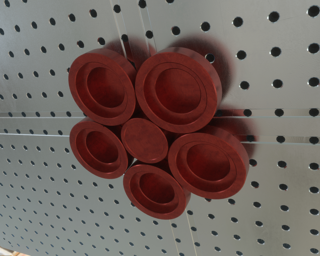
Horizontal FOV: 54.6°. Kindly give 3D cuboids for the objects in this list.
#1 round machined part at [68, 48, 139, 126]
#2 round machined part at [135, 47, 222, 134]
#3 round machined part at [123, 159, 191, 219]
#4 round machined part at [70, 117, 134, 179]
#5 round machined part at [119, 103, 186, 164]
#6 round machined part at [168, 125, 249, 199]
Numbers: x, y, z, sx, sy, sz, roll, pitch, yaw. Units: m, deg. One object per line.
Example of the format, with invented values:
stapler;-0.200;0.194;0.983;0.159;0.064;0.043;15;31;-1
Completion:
round machined part;-0.065;-0.055;0.401;0.098;0.042;0.097;13;124;21
round machined part;0.024;-0.046;0.359;0.098;0.042;0.097;13;124;21
round machined part;-0.001;0.082;0.451;0.098;0.042;0.097;13;124;21
round machined part;-0.080;0.024;0.457;0.098;0.042;0.097;13;124;21
round machined part;-0.012;0.008;0.412;0.098;0.042;0.097;13;124;21
round machined part;0.063;0.038;0.391;0.098;0.042;0.097;13;124;21
